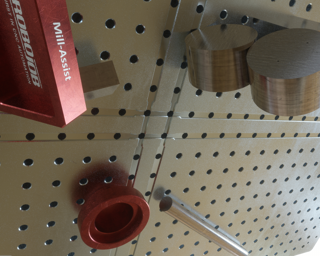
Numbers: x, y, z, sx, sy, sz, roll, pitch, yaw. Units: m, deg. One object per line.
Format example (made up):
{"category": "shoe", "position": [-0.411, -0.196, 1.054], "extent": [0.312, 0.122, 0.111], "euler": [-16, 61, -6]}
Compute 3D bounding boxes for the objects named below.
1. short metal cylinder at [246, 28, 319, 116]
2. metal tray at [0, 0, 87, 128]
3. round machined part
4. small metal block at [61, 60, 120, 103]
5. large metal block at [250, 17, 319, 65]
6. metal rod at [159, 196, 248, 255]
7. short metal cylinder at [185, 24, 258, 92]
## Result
{"category": "short metal cylinder", "position": [0.133, -0.058, 0.319], "extent": [0.080, 0.080, 0.050], "euler": [-32, 135, -8]}
{"category": "metal tray", "position": [-0.117, -0.069, 0.262], "extent": [0.030, 0.090, 0.129], "euler": [-48, 144, -48]}
{"category": "round machined part", "position": [-0.067, 0.120, 0.438], "extent": [0.099, 0.042, 0.097], "euler": [-14, 124, -21]}
{"category": "small metal block", "position": [-0.074, -0.046, 0.323], "extent": [0.050, 0.050, 0.025], "euler": [-18, 90, -18]}
{"category": "large metal block", "position": [0.170, -0.110, 0.400], "extent": [0.081, 0.080, 0.050], "euler": [-9, 123, -24]}
{"category": "metal rod", "position": [0.095, 0.198, 0.585], "extent": [0.025, 0.025, 0.300], "euler": [-45, 129, 3]}
{"category": "short metal cylinder", "position": [0.072, -0.084, 0.363], "extent": [0.081, 0.080, 0.050], "euler": [-22, 127, -16]}
